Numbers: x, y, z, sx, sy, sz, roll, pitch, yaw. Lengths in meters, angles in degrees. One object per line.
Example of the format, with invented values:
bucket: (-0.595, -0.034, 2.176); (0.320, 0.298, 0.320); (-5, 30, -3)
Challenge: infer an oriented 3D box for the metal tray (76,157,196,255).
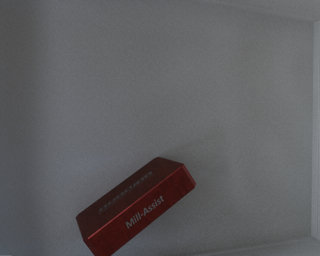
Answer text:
metal tray: (-0.031, 0.087, 0.365); (0.131, 0.090, 0.030); (-35, 102, -17)
